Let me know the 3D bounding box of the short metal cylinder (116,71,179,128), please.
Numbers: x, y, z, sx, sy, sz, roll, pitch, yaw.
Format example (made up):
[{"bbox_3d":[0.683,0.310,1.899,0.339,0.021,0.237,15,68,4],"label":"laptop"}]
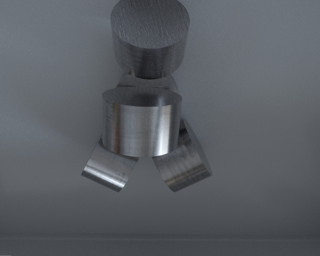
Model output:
[{"bbox_3d":[-0.016,-0.035,0.382,0.081,0.050,0.079,0,110,0],"label":"short metal cylinder"}]

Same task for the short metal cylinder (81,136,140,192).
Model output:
[{"bbox_3d":[-0.058,0.034,0.392,0.050,0.080,0.080,28,108,-9],"label":"short metal cylinder"}]

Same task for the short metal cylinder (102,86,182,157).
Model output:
[{"bbox_3d":[-0.019,-0.010,0.323,0.081,0.080,0.050,3,110,-1],"label":"short metal cylinder"}]

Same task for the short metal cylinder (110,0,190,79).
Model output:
[{"bbox_3d":[-0.011,-0.100,0.336,0.081,0.080,0.050,4,153,-2],"label":"short metal cylinder"}]

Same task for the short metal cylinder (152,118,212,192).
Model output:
[{"bbox_3d":[0.026,0.034,0.393,0.050,0.080,0.080,-27,108,10],"label":"short metal cylinder"}]
